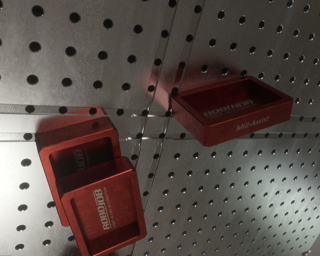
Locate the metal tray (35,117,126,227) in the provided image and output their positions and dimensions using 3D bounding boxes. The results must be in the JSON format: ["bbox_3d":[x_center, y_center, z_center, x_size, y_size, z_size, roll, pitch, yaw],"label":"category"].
[{"bbox_3d":[-0.094,0.058,0.393,0.091,0.030,0.129,-16,125,-20],"label":"metal tray"}]

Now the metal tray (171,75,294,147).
[{"bbox_3d":[0.092,-0.027,0.404,0.131,0.090,0.030,-16,125,-20],"label":"metal tray"}]

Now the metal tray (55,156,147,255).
[{"bbox_3d":[-0.070,0.106,0.397,0.091,0.030,0.129,-19,126,-18],"label":"metal tray"}]
